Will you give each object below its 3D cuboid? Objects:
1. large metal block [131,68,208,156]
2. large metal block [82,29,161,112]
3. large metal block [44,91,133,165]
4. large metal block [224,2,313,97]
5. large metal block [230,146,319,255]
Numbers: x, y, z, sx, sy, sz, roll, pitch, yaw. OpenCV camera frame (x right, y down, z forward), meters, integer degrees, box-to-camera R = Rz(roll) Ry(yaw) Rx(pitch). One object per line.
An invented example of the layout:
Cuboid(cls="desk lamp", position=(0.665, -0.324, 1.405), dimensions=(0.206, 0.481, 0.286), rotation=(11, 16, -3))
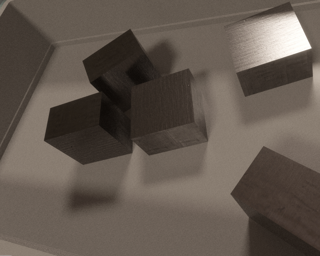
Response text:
Cuboid(cls="large metal block", position=(0.011, -0.019, 0.394), dimensions=(0.080, 0.050, 0.080), rotation=(-15, 56, 19))
Cuboid(cls="large metal block", position=(-0.049, -0.078, 0.442), dimensions=(0.080, 0.080, 0.050), rotation=(-32, 52, 7))
Cuboid(cls="large metal block", position=(-0.091, 0.004, 0.414), dimensions=(0.080, 0.080, 0.050), rotation=(-15, 56, 19))
Cuboid(cls="large metal block", position=(0.131, -0.095, 0.379), dimensions=(0.080, 0.050, 0.080), rotation=(-17, 55, 18))
Cuboid(cls="large metal block", position=(0.117, 0.069, 0.266), dimensions=(0.080, 0.080, 0.050), rotation=(30, 79, 37))
